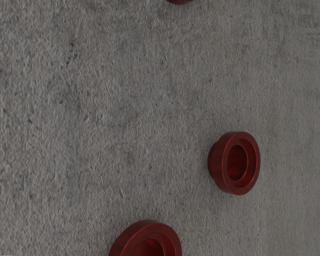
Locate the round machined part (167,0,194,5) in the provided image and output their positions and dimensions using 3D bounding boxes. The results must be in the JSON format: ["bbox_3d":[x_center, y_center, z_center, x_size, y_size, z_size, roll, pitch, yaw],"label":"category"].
[{"bbox_3d":[0.032,-0.223,0.419,0.099,0.042,0.097,0,90,-40],"label":"round machined part"}]

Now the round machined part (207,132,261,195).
[{"bbox_3d":[0.113,0.054,0.488,0.099,0.042,0.097,0,90,-40],"label":"round machined part"}]

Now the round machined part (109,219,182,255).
[{"bbox_3d":[-0.023,0.160,0.375,0.099,0.042,0.097,0,90,-40],"label":"round machined part"}]
